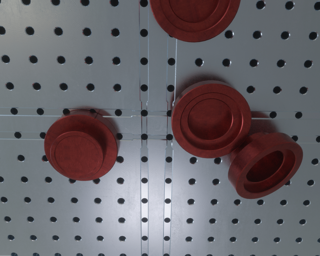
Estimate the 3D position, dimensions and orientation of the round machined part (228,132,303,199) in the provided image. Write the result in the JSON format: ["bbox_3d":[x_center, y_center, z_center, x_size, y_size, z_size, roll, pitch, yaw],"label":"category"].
[{"bbox_3d":[0.132,0.044,0.408,0.099,0.042,0.097,-13,130,-16],"label":"round machined part"}]

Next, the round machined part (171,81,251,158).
[{"bbox_3d":[0.063,-0.014,0.400,0.099,0.042,0.097,0,110,0],"label":"round machined part"}]

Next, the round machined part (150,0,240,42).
[{"bbox_3d":[0.038,-0.149,0.350,0.099,0.042,0.097,0,110,0],"label":"round machined part"}]

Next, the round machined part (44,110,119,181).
[{"bbox_3d":[-0.106,0.029,0.414,0.099,0.042,0.097,0,110,0],"label":"round machined part"}]
